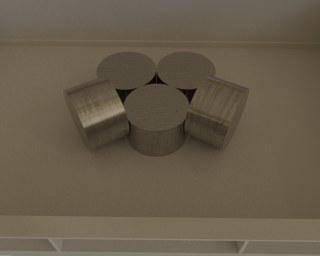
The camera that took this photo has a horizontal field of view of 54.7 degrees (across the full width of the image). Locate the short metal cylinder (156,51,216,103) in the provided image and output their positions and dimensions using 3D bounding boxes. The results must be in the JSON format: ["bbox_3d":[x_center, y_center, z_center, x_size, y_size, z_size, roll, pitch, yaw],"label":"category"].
[{"bbox_3d":[0.035,-0.064,0.441,0.080,0.050,0.080,0,50,0],"label":"short metal cylinder"}]

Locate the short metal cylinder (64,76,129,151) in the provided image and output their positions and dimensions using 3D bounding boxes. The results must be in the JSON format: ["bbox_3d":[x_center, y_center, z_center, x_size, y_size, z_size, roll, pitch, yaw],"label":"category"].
[{"bbox_3d":[-0.079,-0.018,0.382,0.050,0.080,0.080,-24,54,-19],"label":"short metal cylinder"}]

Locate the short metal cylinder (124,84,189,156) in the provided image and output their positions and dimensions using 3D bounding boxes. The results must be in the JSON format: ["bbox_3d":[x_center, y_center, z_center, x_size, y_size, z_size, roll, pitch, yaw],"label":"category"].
[{"bbox_3d":[-0.004,-0.011,0.396,0.080,0.050,0.080,0,50,0],"label":"short metal cylinder"}]

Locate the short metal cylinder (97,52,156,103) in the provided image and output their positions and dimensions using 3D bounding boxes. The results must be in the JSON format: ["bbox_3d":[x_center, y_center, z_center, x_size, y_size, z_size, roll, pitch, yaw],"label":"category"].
[{"bbox_3d":[-0.045,-0.064,0.440,0.080,0.050,0.080,0,50,0],"label":"short metal cylinder"}]

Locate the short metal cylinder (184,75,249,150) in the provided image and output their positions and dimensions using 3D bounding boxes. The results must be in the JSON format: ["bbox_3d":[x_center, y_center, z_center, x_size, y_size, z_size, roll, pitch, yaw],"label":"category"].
[{"bbox_3d":[0.071,-0.020,0.384,0.050,0.080,0.080,23,54,18],"label":"short metal cylinder"}]
